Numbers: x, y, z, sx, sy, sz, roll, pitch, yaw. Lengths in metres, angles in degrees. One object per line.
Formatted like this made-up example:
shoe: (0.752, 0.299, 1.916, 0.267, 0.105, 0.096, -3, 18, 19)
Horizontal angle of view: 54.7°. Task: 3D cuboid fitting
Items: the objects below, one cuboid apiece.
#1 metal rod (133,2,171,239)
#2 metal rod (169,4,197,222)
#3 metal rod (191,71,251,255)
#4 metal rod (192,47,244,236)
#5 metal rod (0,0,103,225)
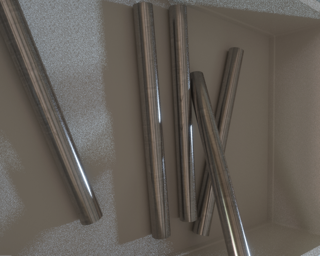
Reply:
metal rod: (-0.010, -0.006, 0.400, 0.025, 0.025, 0.298, -8, 95, -40)
metal rod: (0.033, -0.018, 0.435, 0.025, 0.025, 0.298, -5, 94, -40)
metal rod: (0.075, 0.057, 0.392, 0.025, 0.025, 0.299, 13, 57, -40)
metal rod: (0.094, 0.014, 0.487, 0.025, 0.025, 0.299, 22, 76, -38)
metal rod: (-0.119, -0.037, 0.307, 0.025, 0.025, 0.298, -29, 108, -37)
